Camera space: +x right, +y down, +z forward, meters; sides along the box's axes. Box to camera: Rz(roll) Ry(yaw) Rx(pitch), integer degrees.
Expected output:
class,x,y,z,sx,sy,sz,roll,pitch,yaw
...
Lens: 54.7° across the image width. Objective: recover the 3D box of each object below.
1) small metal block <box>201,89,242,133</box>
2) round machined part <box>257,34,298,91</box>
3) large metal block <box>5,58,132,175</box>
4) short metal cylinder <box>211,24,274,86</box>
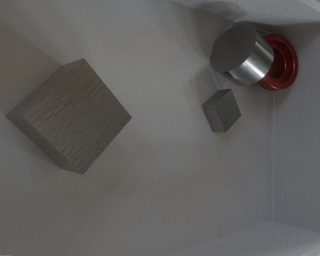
class,x,y,z,sx,sy,sz,roll,pitch,yaw
small metal block,0.099,-0.027,0.492,0.050,0.025,0.050,-41,115,-32
round machined part,0.195,-0.114,0.553,0.099,0.042,0.097,2,85,-26
large metal block,-0.090,-0.011,0.316,0.080,0.050,0.080,-52,121,-27
short metal cylinder,0.126,-0.111,0.479,0.050,0.080,0.080,26,74,-38
